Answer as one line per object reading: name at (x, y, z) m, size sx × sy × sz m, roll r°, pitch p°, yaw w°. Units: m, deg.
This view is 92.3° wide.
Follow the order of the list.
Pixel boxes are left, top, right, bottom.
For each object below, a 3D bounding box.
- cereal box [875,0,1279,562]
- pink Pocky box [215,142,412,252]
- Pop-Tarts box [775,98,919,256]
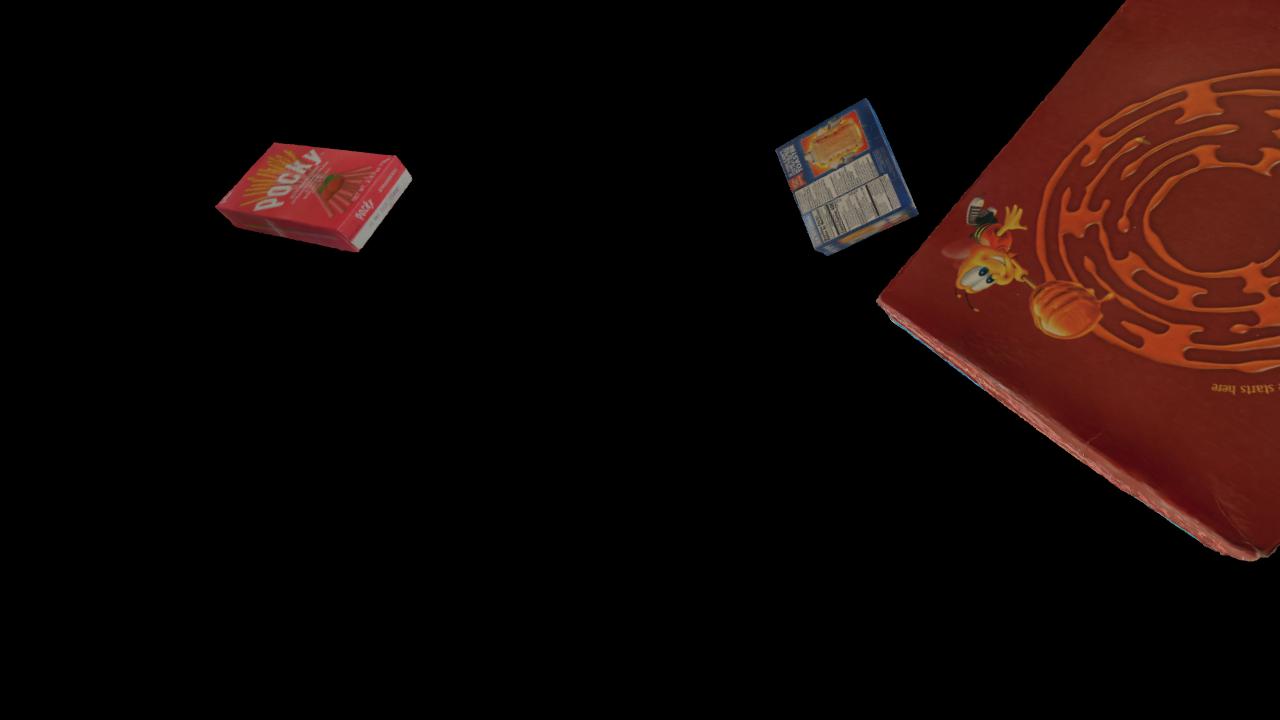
cereal box at (0.300, -0.085, 0.302) m, size 0.203 × 0.306 × 0.081 m, roll 43°, pitch 16°, yaw 28°
pink Pocky box at (-0.276, -0.141, 0.519) m, size 0.155 × 0.084 × 0.029 m, roll 14°, pitch -27°, yaw 24°
Pop-Tarts box at (0.298, -0.258, 0.890) m, size 0.141 × 0.167 × 0.083 m, roll -24°, pitch -13°, yaw 29°
